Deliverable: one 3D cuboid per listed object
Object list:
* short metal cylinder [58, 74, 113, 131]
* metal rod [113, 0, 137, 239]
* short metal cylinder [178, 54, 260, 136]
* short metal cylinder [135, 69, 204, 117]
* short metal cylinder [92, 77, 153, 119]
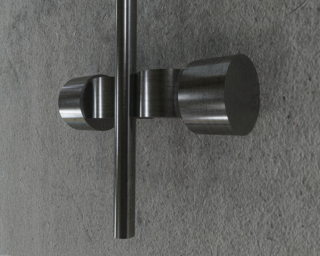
[{"bbox_3d":[-0.099,-0.036,0.452,0.050,0.081,0.080,1,91,40],"label":"short metal cylinder"},{"bbox_3d":[-0.040,-0.024,0.359,0.025,0.025,0.298,1,91,40],"label":"metal rod"},{"bbox_3d":[0.063,-0.033,0.319,0.050,0.081,0.080,1,91,40],"label":"short metal cylinder"},{"bbox_3d":[0.012,-0.037,0.360,0.080,0.081,0.050,1,91,40],"label":"short metal cylinder"},{"bbox_3d":[-0.049,-0.037,0.411,0.080,0.081,0.050,1,91,40],"label":"short metal cylinder"}]
